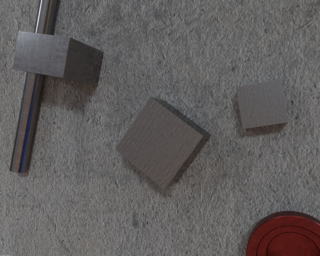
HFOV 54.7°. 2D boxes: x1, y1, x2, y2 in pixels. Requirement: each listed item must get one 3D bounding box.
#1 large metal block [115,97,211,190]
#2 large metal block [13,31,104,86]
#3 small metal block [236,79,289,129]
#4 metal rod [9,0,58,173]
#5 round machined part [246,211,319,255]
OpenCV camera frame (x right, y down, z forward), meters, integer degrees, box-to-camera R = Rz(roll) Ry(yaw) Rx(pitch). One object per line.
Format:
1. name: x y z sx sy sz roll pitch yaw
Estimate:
1. large metal block: 0.005 0.018 0.394 0.080 0.050 0.080 38 102 16
2. large metal block: -0.137 -0.094 0.428 0.080 0.080 0.050 12 94 19
3. small metal block: 0.121 -0.027 0.366 0.050 0.025 0.050 -10 87 19
4. metal rod: -0.193 -0.078 0.476 0.025 0.025 0.298 13 94 19
5. round machined part: 0.149 0.141 0.347 0.098 0.042 0.097 0 90 20
